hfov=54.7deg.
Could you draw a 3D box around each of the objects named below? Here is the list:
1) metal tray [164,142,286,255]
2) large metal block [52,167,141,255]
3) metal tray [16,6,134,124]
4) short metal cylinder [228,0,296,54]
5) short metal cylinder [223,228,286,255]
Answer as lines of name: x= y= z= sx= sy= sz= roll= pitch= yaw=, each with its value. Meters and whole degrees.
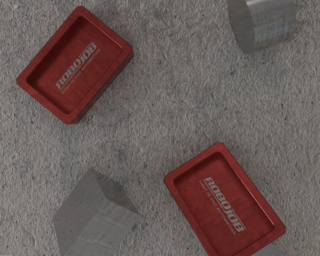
metal tray: x=0.075 y=0.094 z=0.381 sx=0.090 sy=0.030 sz=0.130 roll=-33 pitch=65 yaw=0
large metal block: x=-0.080 y=0.107 z=0.375 sx=0.050 sy=0.080 sz=0.080 roll=37 pitch=90 yaw=-31
metal tray: x=-0.108 y=-0.080 z=0.406 sx=0.090 sy=0.030 sz=0.130 roll=40 pitch=90 yaw=0
short metal cylinder: x=0.123 y=-0.138 z=0.383 sx=0.050 sy=0.080 sz=0.080 roll=-19 pitch=90 yaw=0
short metal cylinder: x=0.119 y=0.176 z=0.398 sx=0.081 sy=0.050 sz=0.079 roll=0 pitch=90 yaw=0
